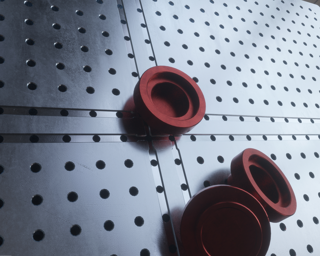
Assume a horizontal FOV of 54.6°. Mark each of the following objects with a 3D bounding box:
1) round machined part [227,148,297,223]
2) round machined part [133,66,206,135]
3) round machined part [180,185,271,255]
[{"bbox_3d":[0.128,0.078,0.406,0.098,0.042,0.098,28,37,-24],"label":"round machined part"},{"bbox_3d":[0.010,-0.033,0.422,0.099,0.042,0.098,13,56,-21],"label":"round machined part"},{"bbox_3d":[0.071,0.112,0.336,0.098,0.042,0.098,0,83,2],"label":"round machined part"}]
